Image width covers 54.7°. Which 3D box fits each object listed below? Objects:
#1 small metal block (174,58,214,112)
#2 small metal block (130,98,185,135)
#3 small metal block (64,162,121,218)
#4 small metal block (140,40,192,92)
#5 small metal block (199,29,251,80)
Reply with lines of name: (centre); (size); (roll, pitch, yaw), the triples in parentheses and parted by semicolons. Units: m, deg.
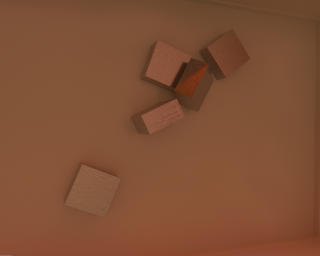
small metal block: (0.046, -0.056, 0.412); (0.025, 0.050, 0.050); (23, 80, 22)
small metal block: (-0.004, -0.014, 0.396); (0.050, 0.050, 0.025); (-27, 99, -18)
small metal block: (-0.083, 0.075, 0.380); (0.050, 0.025, 0.050); (24, 82, -19)
small metal block: (0.008, -0.081, 0.413); (0.050, 0.025, 0.050); (21, 83, -19)
small metal block: (0.093, -0.105, 0.444); (0.050, 0.025, 0.050); (-38, 103, -16)
